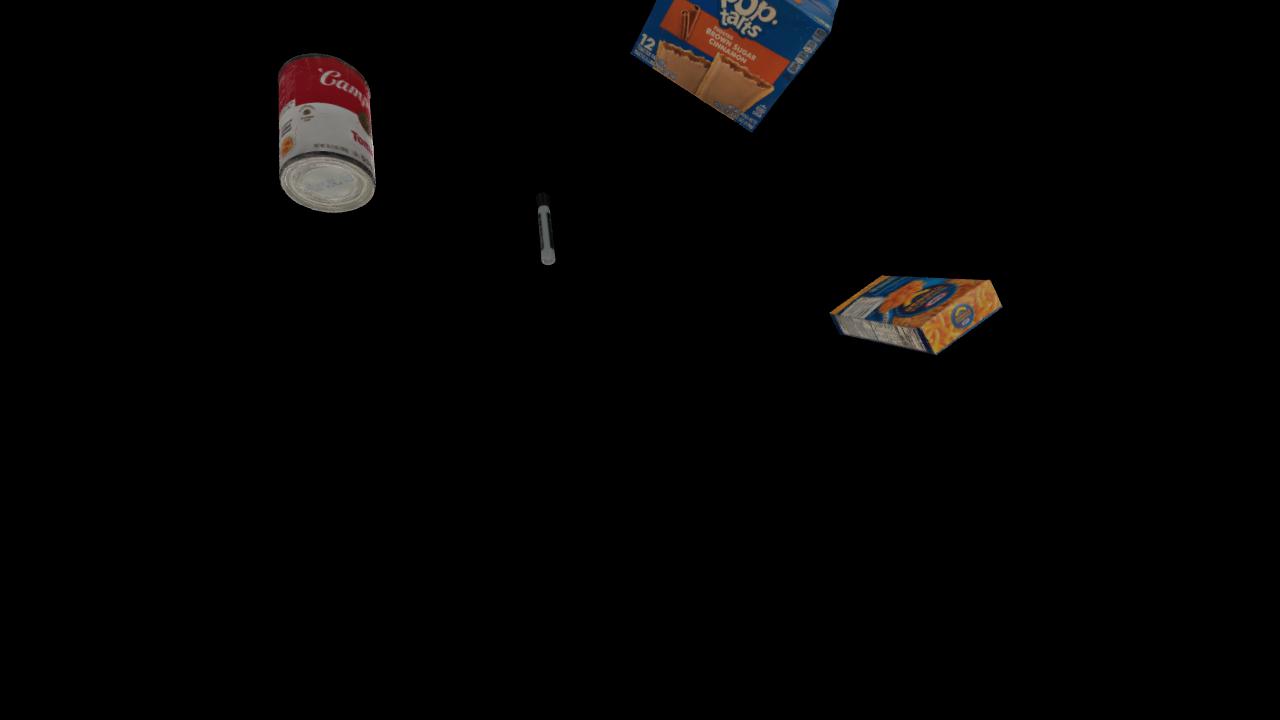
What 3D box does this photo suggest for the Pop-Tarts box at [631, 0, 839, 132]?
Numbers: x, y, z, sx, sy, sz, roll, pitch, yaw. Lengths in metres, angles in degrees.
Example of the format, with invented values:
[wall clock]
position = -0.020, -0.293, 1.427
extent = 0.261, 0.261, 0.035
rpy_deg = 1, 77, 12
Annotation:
[Pop-Tarts box]
position = 0.100, -0.360, 0.665
extent = 0.167, 0.083, 0.141
rpy_deg = 28, -36, -13

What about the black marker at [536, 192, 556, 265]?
[black marker]
position = -0.129, -0.182, 0.839
extent = 0.020, 0.121, 0.020
rpy_deg = -7, -29, -4

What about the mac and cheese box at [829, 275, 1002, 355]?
[mac and cheese box]
position = 0.307, -0.057, 0.709
extent = 0.093, 0.041, 0.184
rpy_deg = -33, 14, -6

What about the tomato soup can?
[tomato soup can]
position = -0.246, -0.176, 0.483
extent = 0.068, 0.101, 0.068
rpy_deg = -11, -22, -4
